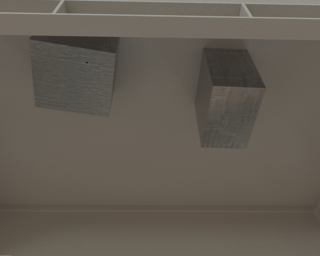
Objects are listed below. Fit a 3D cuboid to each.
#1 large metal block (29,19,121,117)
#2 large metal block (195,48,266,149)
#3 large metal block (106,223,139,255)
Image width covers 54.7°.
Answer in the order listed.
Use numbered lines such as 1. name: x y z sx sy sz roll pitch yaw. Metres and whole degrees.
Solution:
1. large metal block: -0.090 -0.063 0.337 0.081 0.050 0.079 8 130 -7
2. large metal block: 0.072 -0.034 0.345 0.050 0.080 0.079 2 130 -2
3. large metal block: -0.068 0.233 0.573 0.050 0.080 0.079 0 130 0
